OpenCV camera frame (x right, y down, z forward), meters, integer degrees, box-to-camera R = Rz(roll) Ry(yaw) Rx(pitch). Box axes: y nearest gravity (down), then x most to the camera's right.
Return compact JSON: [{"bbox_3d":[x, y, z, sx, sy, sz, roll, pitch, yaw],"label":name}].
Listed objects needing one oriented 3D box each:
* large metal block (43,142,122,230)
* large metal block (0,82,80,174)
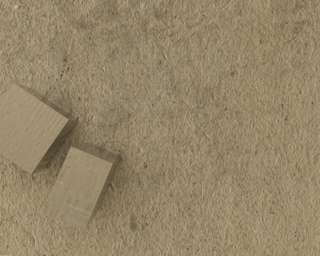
[{"bbox_3d":[-0.091,0.066,0.382,0.050,0.080,0.080,23,90,0],"label":"large metal block"},{"bbox_3d":[-0.165,0.000,0.396,0.080,0.050,0.080,34,90,0],"label":"large metal block"}]
